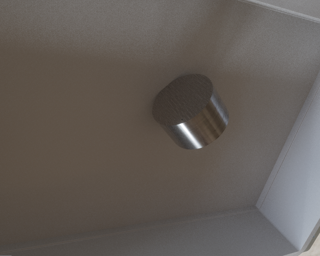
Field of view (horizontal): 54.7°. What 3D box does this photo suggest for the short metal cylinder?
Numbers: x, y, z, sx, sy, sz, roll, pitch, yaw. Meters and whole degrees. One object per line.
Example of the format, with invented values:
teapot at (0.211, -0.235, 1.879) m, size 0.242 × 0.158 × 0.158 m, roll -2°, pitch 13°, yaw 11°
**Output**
short metal cylinder at (0.038, -0.020, 0.383) m, size 0.080 × 0.080 × 0.050 m, roll -41°, pitch 130°, yaw -1°
